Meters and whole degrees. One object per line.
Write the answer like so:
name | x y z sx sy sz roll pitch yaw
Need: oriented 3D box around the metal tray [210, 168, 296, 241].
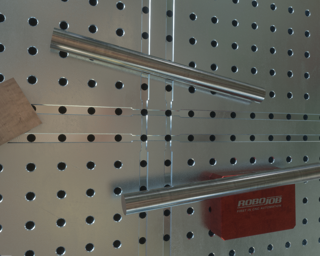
metal tray | 0.140 0.110 0.462 0.131 0.030 0.089 -1 91 -20

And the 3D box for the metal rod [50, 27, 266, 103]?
metal rod | 0.012 -0.078 0.416 0.302 0.025 0.025 12 86 -20

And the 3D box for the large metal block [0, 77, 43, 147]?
large metal block | -0.172 -0.006 0.320 0.080 0.080 0.050 -32 101 -17

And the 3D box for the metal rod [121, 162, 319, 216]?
metal rod | 0.099 0.077 0.416 0.303 0.025 0.025 -5 92 -20
